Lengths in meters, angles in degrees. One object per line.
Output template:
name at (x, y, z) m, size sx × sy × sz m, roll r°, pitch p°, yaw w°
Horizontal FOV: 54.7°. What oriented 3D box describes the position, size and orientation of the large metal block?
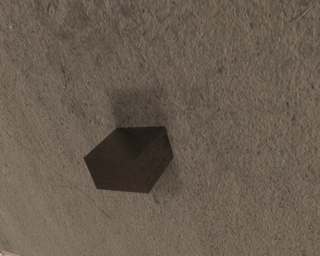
large metal block at (-0.039, 0.040, 0.415) m, size 0.080 × 0.080 × 0.050 m, roll -2°, pitch 118°, yaw 29°
